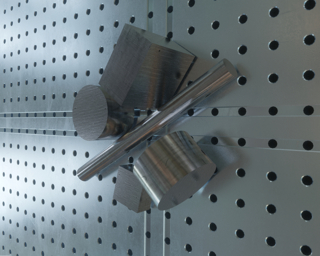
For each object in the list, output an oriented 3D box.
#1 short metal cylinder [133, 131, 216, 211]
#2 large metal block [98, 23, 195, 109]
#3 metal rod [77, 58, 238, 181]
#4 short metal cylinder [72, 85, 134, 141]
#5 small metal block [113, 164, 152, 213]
[{"bbox_3d":[0.017,0.049,0.355,0.050,0.081,0.080,51,120,27],"label":"short metal cylinder"},{"bbox_3d":[-0.016,-0.072,0.382,0.050,0.081,0.080,44,116,31],"label":"large metal block"},{"bbox_3d":[-0.024,0.005,0.424,0.299,0.025,0.025,-35,69,34],"label":"metal rod"},{"bbox_3d":[-0.084,-0.022,0.458,0.080,0.050,0.079,0,90,40],"label":"short metal cylinder"},{"bbox_3d":[-0.036,0.083,0.434,0.050,0.025,0.050,20,102,38],"label":"small metal block"}]
